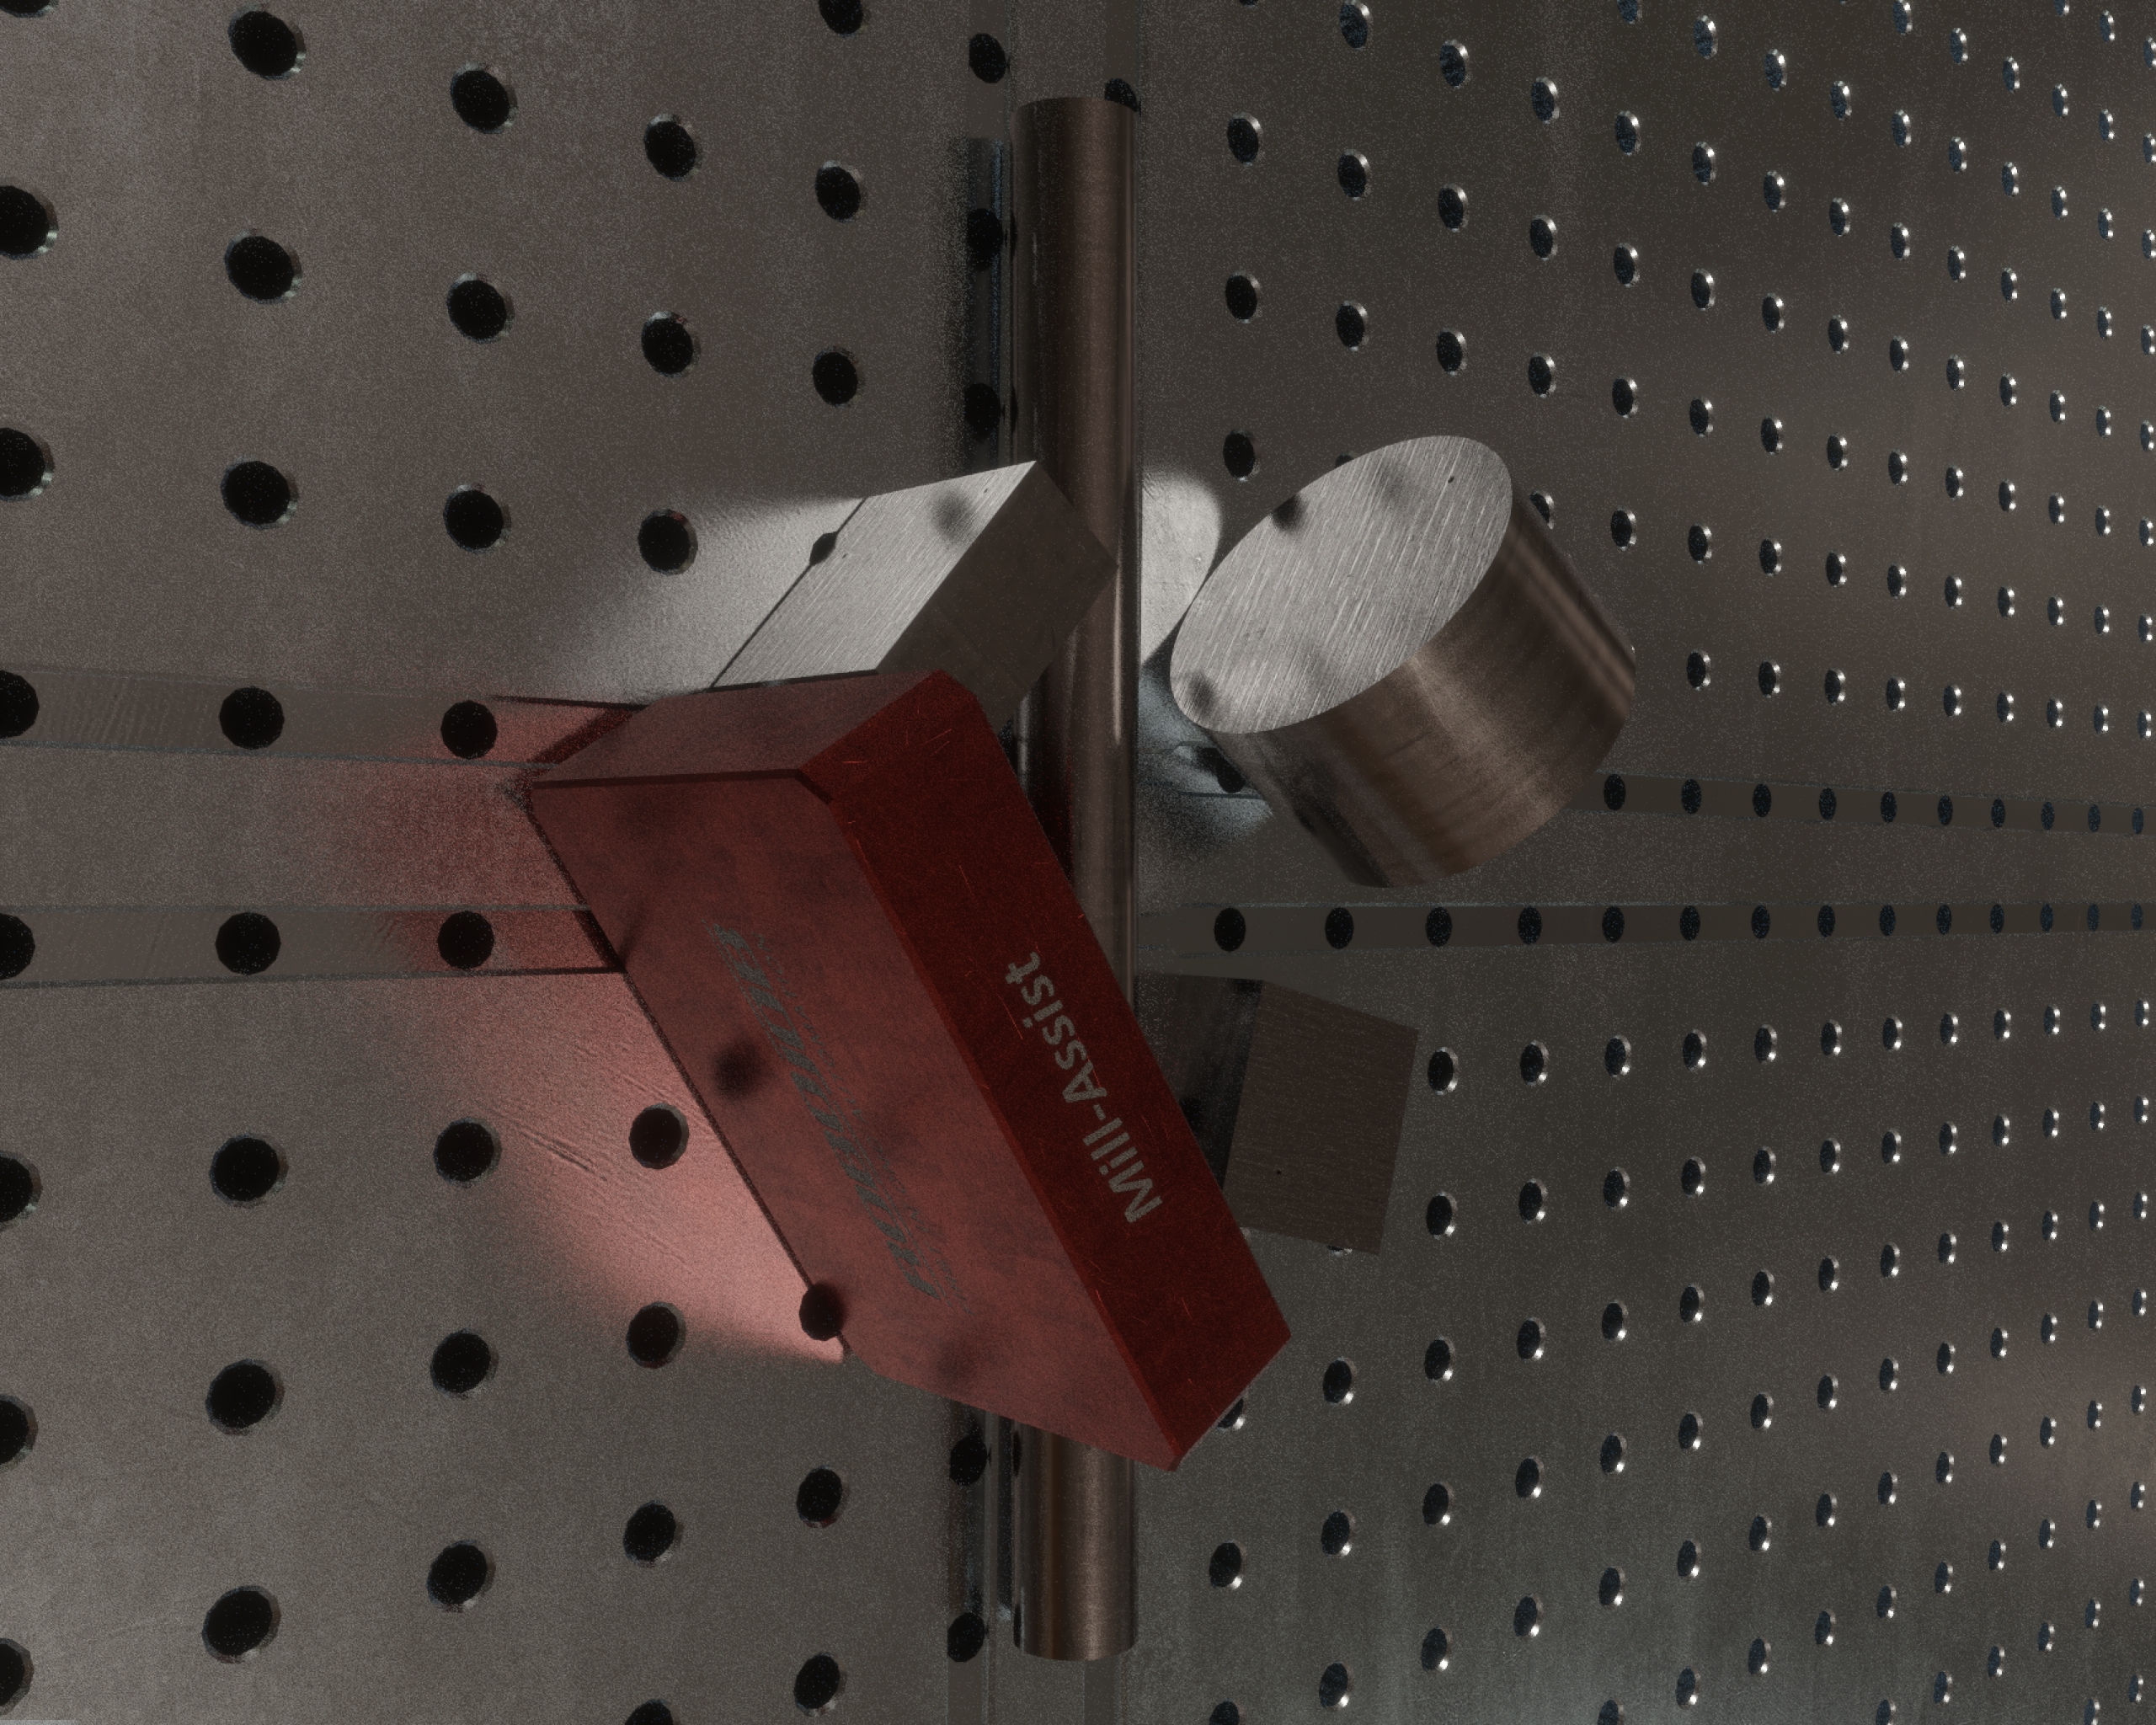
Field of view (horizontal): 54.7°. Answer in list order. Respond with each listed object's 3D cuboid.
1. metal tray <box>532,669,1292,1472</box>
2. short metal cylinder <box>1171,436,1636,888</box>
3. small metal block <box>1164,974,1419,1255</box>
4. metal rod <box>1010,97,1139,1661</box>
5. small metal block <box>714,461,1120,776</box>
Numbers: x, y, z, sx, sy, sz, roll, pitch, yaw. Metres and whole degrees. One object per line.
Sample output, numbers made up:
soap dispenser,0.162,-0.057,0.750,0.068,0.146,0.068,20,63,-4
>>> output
metal tray,-0.028,0.034,0.344,0.030,0.090,0.129,-40,115,-33
short metal cylinder,0.067,-0.041,0.431,0.050,0.080,0.080,46,63,-31
small metal block,0.043,0.054,0.449,0.050,0.025,0.050,19,78,-39
metal rod,-0.001,0.003,0.410,0.025,0.025,0.298,0,90,-40
small metal block,-0.029,-0.042,0.369,0.025,0.050,0.050,49,61,-29
